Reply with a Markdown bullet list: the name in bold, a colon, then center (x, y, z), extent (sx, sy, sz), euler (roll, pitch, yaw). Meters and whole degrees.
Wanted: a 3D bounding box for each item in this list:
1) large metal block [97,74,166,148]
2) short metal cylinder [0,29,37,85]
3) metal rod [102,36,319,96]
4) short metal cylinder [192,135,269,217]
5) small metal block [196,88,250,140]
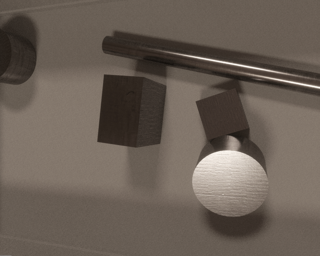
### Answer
- **large metal block**: center (-0.032, -0.020, 0.392), extent (0.050, 0.080, 0.079), euler (7, 92, 19)
- **short metal cylinder**: center (-0.242, -0.110, 0.481), extent (0.080, 0.050, 0.079), euler (0, 90, 19)
- **metal rod**: center (0.063, -0.080, 0.387), extent (0.301, 0.025, 0.025), euler (15, 95, 19)
- **short metal cylinder**: center (0.081, 0.053, 0.357), extent (0.080, 0.050, 0.079), euler (4, 109, 13)
- **small metal block**: center (0.078, -0.016, 0.383), extent (0.050, 0.025, 0.050), euler (-18, 84, 18)
